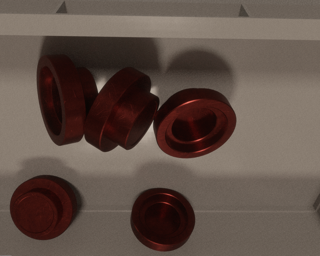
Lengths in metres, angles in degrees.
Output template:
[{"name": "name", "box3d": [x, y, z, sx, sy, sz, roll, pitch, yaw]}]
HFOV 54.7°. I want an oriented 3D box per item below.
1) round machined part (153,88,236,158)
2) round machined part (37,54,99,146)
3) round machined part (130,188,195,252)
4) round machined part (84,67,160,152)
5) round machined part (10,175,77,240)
[{"name": "round machined part", "box3d": [0.039, -0.010, 0.382, 0.099, 0.042, 0.097, -8, 135, -8]}, {"name": "round machined part", "box3d": [-0.100, -0.032, 0.343, 0.042, 0.098, 0.097, -12, 138, -33]}, {"name": "round machined part", "box3d": [0.003, 0.147, 0.487, 0.099, 0.098, 0.042, 7, 133, -7]}, {"name": "round machined part", "box3d": [-0.036, -0.015, 0.344, 0.042, 0.098, 0.097, 30, 129, 12]}, {"name": "round machined part", "box3d": [-0.181, 0.124, 0.469, 0.099, 0.042, 0.097, 0, 95, 3]}]
